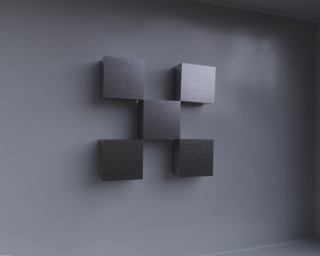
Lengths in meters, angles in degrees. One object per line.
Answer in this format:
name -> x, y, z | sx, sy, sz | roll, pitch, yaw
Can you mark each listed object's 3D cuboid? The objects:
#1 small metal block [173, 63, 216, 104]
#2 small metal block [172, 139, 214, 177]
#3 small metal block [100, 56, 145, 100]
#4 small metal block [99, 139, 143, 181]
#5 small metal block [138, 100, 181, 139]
small metal block -> 0.047, -0.059, 0.425 | 0.050, 0.025, 0.050 | 3, 89, -20
small metal block -> 0.045, 0.040, 0.424 | 0.050, 0.025, 0.050 | 1, 90, -20
small metal block -> -0.048, -0.061, 0.391 | 0.050, 0.025, 0.050 | 2, 90, -20
small metal block -> -0.049, 0.039, 0.390 | 0.050, 0.025, 0.050 | 1, 90, -20
small metal block -> -0.001, -0.011, 0.407 | 0.050, 0.025, 0.050 | 0, 90, -20
